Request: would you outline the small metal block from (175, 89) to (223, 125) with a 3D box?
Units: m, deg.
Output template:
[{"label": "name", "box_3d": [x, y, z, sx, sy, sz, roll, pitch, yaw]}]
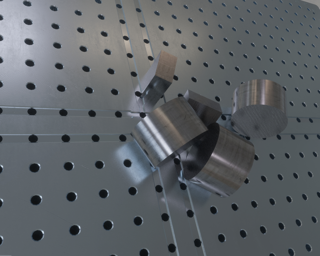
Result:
[{"label": "small metal block", "box_3d": [0.049, -0.018, 0.425, 0.050, 0.050, 0.025, 23, 31, -15]}]

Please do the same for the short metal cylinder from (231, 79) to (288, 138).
[{"label": "short metal cylinder", "box_3d": [0.150, -0.028, 0.471, 0.080, 0.080, 0.050, 24, 53, -14]}]

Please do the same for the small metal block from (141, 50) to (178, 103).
[{"label": "small metal block", "box_3d": [-0.001, -0.072, 0.435, 0.025, 0.050, 0.050, 23, 53, -15]}]

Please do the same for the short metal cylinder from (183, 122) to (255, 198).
[{"label": "short metal cylinder", "box_3d": [0.072, 0.040, 0.387, 0.050, 0.080, 0.080, 29, 52, -10]}]

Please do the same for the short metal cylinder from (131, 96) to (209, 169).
[{"label": "short metal cylinder", "box_3d": [0.012, 0.006, 0.376, 0.081, 0.080, 0.050, -28, 77, -37]}]
